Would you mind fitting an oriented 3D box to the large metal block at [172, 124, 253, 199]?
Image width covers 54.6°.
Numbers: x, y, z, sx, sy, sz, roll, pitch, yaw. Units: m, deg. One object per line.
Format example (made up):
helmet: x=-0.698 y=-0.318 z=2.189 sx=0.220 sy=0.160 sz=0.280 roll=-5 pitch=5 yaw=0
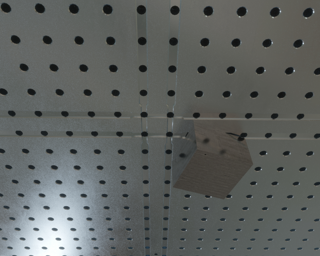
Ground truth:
large metal block: x=0.070 y=0.049 z=0.437 sx=0.080 sy=0.050 sz=0.080 roll=16 pitch=128 yaw=-13
